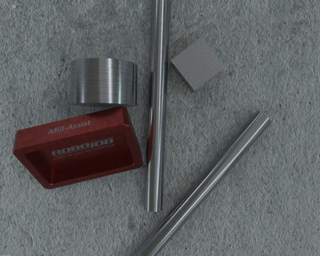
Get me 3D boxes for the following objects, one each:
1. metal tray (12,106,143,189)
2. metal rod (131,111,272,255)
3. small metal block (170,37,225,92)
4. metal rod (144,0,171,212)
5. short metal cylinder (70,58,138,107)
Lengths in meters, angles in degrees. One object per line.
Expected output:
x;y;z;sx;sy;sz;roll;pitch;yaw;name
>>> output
-0.093;0.027;0.377;0.131;0.090;0.030;-14;50;-1;metal tray
0.040;0.098;0.410;0.025;0.025;0.300;41;90;-1;metal rod
0.049;-0.083;0.411;0.050;0.025;0.050;-38;91;0;small metal block
-0.003;-0.041;0.409;0.025;0.025;0.298;2;90;-1;metal rod
-0.068;-0.053;0.382;0.081;0.080;0.050;1;90;-1;short metal cylinder
